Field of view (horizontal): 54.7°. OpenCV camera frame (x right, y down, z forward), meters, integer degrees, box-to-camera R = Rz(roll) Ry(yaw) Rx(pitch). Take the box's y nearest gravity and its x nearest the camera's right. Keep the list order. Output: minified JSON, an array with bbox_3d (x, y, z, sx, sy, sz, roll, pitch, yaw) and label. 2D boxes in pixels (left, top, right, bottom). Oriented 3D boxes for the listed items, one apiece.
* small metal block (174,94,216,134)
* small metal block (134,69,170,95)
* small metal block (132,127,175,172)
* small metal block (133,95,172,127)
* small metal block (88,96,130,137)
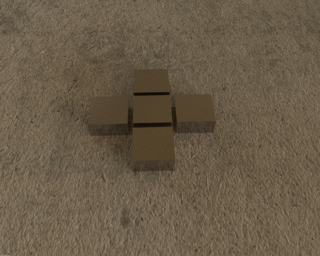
[{"bbox_3d":[0.046,-0.020,0.422,0.050,0.025,0.050,-1,50,-2],"label":"small metal block"},{"bbox_3d":[-0.012,-0.061,0.456,0.050,0.025,0.050,-1,50,-2],"label":"small metal block"},{"bbox_3d":[-0.008,0.026,0.383,0.050,0.025,0.050,-2,50,-2],"label":"small metal block"},{"bbox_3d":[-0.010,-0.018,0.420,0.050,0.025,0.050,-1,50,-2],"label":"small metal block"},{"bbox_3d":[-0.067,-0.016,0.417,0.050,0.025,0.050,-1,50,-2],"label":"small metal block"}]
